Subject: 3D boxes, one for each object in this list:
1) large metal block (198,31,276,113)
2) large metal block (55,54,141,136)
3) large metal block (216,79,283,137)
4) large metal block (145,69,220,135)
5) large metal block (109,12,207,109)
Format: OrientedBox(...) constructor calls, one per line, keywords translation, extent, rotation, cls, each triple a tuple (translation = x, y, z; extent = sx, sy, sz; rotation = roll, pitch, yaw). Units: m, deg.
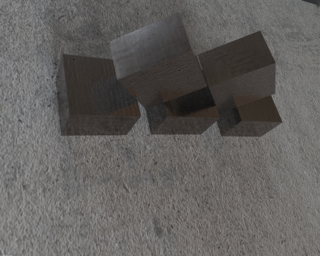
OrientedBox(translation=(0.103, -0.070, 0.409), extent=(0.080, 0.080, 0.050), rotation=(-19, 64, 12), cls="large metal block")
OrientedBox(translation=(-0.077, -0.037, 0.372), extent=(0.081, 0.050, 0.080), rotation=(0, 62, -29), cls="large metal block")
OrientedBox(translation=(0.130, -0.033, 0.482), extent=(0.081, 0.050, 0.080), rotation=(1, 61, -28), cls="large metal block")
OrientedBox(translation=(0.025, -0.037, 0.427), extent=(0.081, 0.050, 0.080), rotation=(1, 62, -28), cls="large metal block")
OrientedBox(translation=(0.001, -0.071, 0.351), extent=(0.080, 0.080, 0.050), rotation=(45, 27, -63), cls="large metal block")
